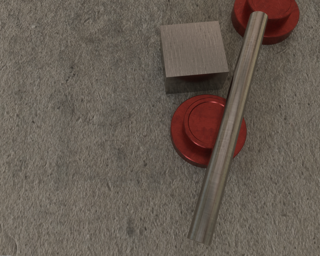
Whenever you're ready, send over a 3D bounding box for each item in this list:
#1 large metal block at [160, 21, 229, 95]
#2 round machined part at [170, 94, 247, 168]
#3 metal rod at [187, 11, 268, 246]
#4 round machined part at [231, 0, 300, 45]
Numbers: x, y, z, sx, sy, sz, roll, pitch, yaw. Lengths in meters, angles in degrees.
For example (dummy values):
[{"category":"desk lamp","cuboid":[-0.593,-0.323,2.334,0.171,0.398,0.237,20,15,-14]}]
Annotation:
[{"category":"large metal block","cuboid":[0.044,-0.097,0.430,0.081,0.050,0.080,-6,70,-2]},{"category":"round machined part","cuboid":[0.063,0.000,0.400,0.099,0.042,0.098,0,70,0]},{"category":"metal rod","cuboid":[0.087,-0.016,0.369,0.025,0.025,0.299,17,71,6]},{"category":"round machined part","cuboid":[0.161,-0.178,0.465,0.099,0.042,0.098,0,70,0]}]
